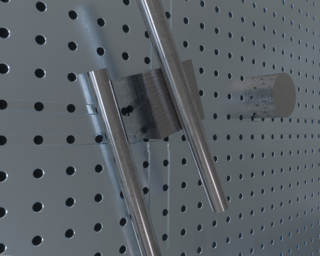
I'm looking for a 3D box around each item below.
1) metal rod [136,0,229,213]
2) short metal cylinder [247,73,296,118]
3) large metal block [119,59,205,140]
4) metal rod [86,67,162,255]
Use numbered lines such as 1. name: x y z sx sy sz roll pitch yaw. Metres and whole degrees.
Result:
1. metal rod: 0.029 -0.029 0.368 0.025 0.025 0.298 -33 111 -35
2. short metal cylinder: 0.204 -0.058 0.565 0.081 0.050 0.079 0 90 -40
3. large metal block: 0.005 -0.037 0.397 0.081 0.050 0.080 -24 106 -37
4. metal rod: -0.034 0.076 0.380 0.025 0.025 0.298 -24 105 -37
